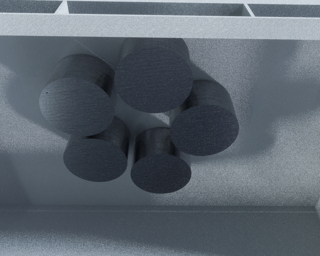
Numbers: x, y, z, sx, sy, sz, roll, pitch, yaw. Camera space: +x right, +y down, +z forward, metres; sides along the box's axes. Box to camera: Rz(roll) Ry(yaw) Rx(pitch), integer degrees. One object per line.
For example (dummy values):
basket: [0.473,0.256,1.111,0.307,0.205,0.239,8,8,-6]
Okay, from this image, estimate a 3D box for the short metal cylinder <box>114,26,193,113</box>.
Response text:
short metal cylinder: [-0.006,-0.063,0.336,0.081,0.050,0.079,0,130,0]

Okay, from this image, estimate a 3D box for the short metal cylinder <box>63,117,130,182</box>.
short metal cylinder: [-0.082,0.027,0.412,0.081,0.050,0.079,0,130,0]

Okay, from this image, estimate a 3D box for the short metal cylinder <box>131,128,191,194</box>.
short metal cylinder: [0.001,0.046,0.429,0.081,0.050,0.079,0,130,0]

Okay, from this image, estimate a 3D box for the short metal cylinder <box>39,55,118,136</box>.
short metal cylinder: [-0.090,-0.037,0.358,0.081,0.050,0.079,0,130,0]

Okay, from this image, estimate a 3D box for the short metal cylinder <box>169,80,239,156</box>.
short metal cylinder: [0.052,-0.011,0.381,0.081,0.050,0.079,0,130,0]
